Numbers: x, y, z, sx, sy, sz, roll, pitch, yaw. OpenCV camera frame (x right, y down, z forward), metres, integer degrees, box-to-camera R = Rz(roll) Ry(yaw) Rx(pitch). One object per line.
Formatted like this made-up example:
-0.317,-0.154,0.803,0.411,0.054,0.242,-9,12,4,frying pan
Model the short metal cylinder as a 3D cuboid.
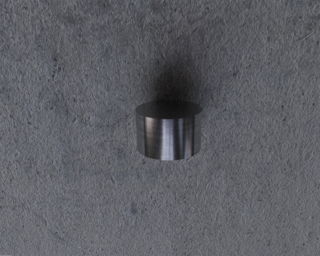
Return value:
0.011,0.000,0.382,0.081,0.080,0.050,-1,110,0,short metal cylinder
